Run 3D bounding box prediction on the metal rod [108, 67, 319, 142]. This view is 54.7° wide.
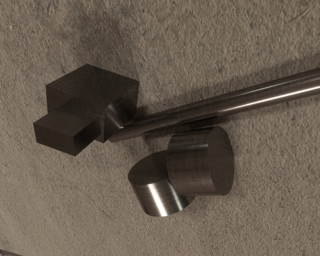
[{"bbox_3d":[0.053,-0.021,0.364,0.300,0.025,0.025,-14,112,33],"label":"metal rod"}]

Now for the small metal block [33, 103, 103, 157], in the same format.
[{"bbox_3d":[-0.098,0.000,0.337,0.050,0.050,0.025,17,125,18],"label":"small metal block"}]

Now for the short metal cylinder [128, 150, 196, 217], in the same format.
[{"bbox_3d":[0.004,0.071,0.412,0.080,0.080,0.050,-8,114,31],"label":"short metal cylinder"}]

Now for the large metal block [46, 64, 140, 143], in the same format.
[{"bbox_3d":[-0.083,-0.035,0.392,0.080,0.080,0.050,21,126,15],"label":"large metal block"}]

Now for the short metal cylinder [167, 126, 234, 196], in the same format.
[{"bbox_3d":[0.050,0.040,0.369,0.050,0.080,0.080,-9,114,32],"label":"short metal cylinder"}]
